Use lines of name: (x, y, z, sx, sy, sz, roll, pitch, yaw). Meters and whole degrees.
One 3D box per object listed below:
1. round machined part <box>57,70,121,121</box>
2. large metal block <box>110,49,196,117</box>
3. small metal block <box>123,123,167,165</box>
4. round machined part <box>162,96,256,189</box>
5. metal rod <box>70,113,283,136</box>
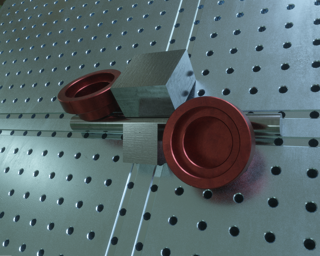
round machined part: (-0.096, -0.046, 0.460, 0.098, 0.042, 0.098, -13, 32, 8)
large metal block: (-0.006, -0.060, 0.418, 0.080, 0.050, 0.080, 1, 44, 28)
small metal block: (-0.019, 0.019, 0.394, 0.050, 0.025, 0.050, 1, 91, 28)
round machined part: (0.056, 0.016, 0.342, 0.098, 0.042, 0.097, -2, 86, 28)
metal rod: (0.001, -0.006, 0.412, 0.300, 0.025, 0.025, 1, 62, 28)
